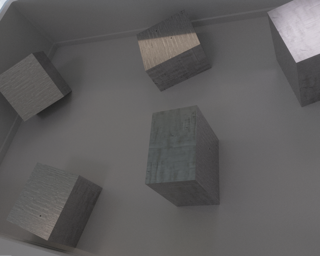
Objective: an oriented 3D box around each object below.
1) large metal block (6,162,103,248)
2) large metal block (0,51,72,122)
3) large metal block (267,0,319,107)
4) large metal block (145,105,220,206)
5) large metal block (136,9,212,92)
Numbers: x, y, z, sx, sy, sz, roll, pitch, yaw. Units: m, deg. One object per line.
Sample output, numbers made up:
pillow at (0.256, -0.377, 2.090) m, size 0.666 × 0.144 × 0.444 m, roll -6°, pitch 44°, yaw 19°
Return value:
large metal block at (-0.135, 0.098, 0.401) m, size 0.080 × 0.050 × 0.080 m, roll 9°, pitch 66°, yaw 32°
large metal block at (-0.210, -0.070, 0.515) m, size 0.080 × 0.080 × 0.050 m, roll -31°, pitch 16°, yaw 8°
large metal block at (0.161, -0.083, 0.337) m, size 0.050 × 0.080 × 0.080 m, roll -21°, pitch 54°, yaw 16°
large metal block at (0.028, 0.034, 0.335) m, size 0.050 × 0.080 × 0.080 m, roll -9°, pitch 58°, yaw 24°
large metal block at (0.019, -0.112, 0.449) m, size 0.080 × 0.050 × 0.080 m, roll -24°, pitch 53°, yaw 13°
